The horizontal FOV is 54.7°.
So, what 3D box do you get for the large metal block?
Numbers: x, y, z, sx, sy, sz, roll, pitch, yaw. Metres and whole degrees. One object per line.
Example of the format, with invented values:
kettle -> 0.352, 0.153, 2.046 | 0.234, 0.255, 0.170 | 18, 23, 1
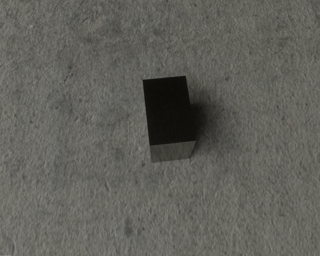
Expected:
large metal block -> 0.009, -0.008, 0.382 | 0.050, 0.080, 0.080 | -6, 70, -3
